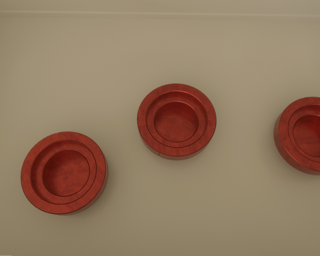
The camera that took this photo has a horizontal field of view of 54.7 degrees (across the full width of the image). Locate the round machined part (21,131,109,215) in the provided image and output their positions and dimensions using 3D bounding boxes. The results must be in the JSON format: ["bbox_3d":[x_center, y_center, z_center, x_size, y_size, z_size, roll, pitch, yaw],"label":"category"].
[{"bbox_3d":[-0.112,0.057,0.379,0.099,0.042,0.098,0,70,0],"label":"round machined part"}]

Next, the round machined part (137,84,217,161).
[{"bbox_3d":[0.021,-0.005,0.402,0.099,0.042,0.098,0,70,0],"label":"round machined part"}]

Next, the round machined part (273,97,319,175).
[{"bbox_3d":[0.195,0.013,0.397,0.099,0.042,0.098,0,70,0],"label":"round machined part"}]
